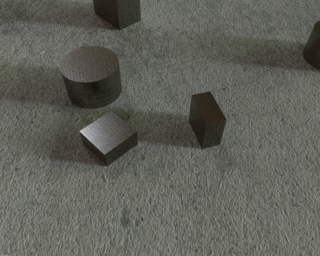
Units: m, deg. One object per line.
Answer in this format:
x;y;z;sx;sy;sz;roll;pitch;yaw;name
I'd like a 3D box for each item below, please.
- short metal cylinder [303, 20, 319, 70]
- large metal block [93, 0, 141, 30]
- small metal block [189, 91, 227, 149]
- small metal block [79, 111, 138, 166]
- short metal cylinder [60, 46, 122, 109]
0.283;-0.135;0.504;0.081;0.050;0.080;0;50;0;short metal cylinder
-0.082;-0.241;0.569;0.050;0.080;0.080;-35;59;-26;large metal block
0.059;-0.010;0.396;0.025;0.050;0.050;-13;51;-11;small metal block
-0.064;0.012;0.392;0.050;0.025;0.050;-37;59;-27;small metal block
-0.098;-0.074;0.448;0.081;0.050;0.080;0;50;0;short metal cylinder
